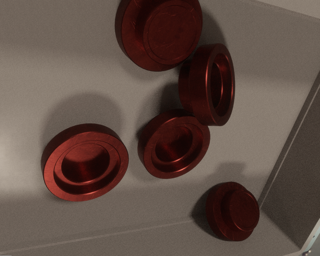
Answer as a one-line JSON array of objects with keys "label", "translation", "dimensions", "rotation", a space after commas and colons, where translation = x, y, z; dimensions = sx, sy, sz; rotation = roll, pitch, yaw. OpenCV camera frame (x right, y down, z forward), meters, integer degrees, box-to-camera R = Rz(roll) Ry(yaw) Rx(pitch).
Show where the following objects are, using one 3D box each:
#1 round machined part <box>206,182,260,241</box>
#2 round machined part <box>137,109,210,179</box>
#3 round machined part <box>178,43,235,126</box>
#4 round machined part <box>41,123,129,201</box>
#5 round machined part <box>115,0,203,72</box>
[{"label": "round machined part", "translation": [0.128, 0.139, 0.520], "dimensions": [0.099, 0.098, 0.042], "rotation": [6, 160, -32]}, {"label": "round machined part", "translation": [0.015, 0.017, 0.418], "dimensions": [0.099, 0.042, 0.097], "rotation": [-14, 125, -21]}, {"label": "round machined part", "translation": [0.056, -0.052, 0.377], "dimensions": [0.099, 0.042, 0.097], "rotation": [-6, 97, -59]}, {"label": "round machined part", "translation": [-0.091, 0.037, 0.372], "dimensions": [0.099, 0.042, 0.097], "rotation": [-14, 125, -21]}, {"label": "round machined part", "translation": [0.005, -0.107, 0.335], "dimensions": [0.099, 0.042, 0.097], "rotation": [-14, 125, -21]}]
